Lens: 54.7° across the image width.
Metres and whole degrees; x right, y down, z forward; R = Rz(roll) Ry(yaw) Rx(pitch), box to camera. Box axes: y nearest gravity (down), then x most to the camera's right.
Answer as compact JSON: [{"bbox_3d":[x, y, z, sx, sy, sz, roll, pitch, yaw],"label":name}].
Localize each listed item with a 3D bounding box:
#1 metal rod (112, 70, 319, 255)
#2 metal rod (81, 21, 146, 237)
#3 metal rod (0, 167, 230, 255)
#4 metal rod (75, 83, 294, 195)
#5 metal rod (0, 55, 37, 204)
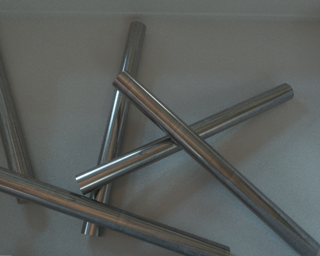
[{"bbox_3d":[0.064,0.042,0.361,0.300,0.025,0.025,42,75,1],"label":"metal rod"},{"bbox_3d":[-0.056,-0.013,0.413,0.025,0.025,0.299,9,70,3],"label":"metal rod"},{"bbox_3d":[-0.066,0.097,0.347,0.302,0.025,0.025,20,71,-3],"label":"metal rod"},{"bbox_3d":[0.042,0.008,0.392,0.302,0.025,0.025,-23,72,-14],"label":"metal rod"},{"bbox_3d":[-0.217,-0.042,0.423,0.025,0.025,0.299,-21,71,-8],"label":"metal rod"}]
